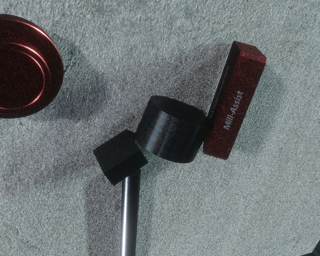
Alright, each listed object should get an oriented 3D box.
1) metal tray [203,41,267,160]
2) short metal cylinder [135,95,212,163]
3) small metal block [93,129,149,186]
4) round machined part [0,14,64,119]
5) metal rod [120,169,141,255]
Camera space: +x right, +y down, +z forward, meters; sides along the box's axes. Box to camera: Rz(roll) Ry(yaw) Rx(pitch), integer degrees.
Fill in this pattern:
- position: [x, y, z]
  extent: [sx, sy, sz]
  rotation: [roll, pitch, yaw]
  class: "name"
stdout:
- position: [0.088, -0.037, 0.389]
  extent: [0.030, 0.090, 0.129]
  rotation: [16, 114, 1]
  class: "metal tray"
- position: [0.016, 0.000, 0.380]
  extent: [0.081, 0.080, 0.050]
  rotation: [10, 113, -33]
  class: "short metal cylinder"
- position: [-0.050, 0.036, 0.386]
  extent: [0.050, 0.050, 0.025]
  rotation: [-33, 129, -7]
  class: "small metal block"
- position: [-0.140, -0.051, 0.288]
  extent: [0.099, 0.042, 0.097]
  rotation: [-14, 124, -21]
  class: "round machined part"
- position: [-0.051, 0.187, 0.494]
  extent: [0.025, 0.025, 0.298]
  rotation: [-9, 123, -24]
  class: "metal rod"
